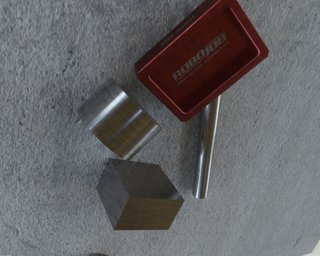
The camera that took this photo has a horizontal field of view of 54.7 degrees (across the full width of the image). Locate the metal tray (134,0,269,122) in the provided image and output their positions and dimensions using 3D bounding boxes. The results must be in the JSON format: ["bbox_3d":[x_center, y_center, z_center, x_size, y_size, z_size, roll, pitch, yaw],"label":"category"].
[{"bbox_3d":[0.047,-0.078,0.357,0.130,0.030,0.090,-40,121,12],"label":"metal tray"}]

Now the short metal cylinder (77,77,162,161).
[{"bbox_3d":[-0.043,-0.010,0.341,0.050,0.080,0.080,-44,129,2],"label":"short metal cylinder"}]

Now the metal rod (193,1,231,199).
[{"bbox_3d":[0.070,-0.020,0.432,0.025,0.025,0.298,-12,124,-22],"label":"metal rod"}]

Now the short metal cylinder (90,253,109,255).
[{"bbox_3d":[-0.092,0.240,0.470,0.080,0.080,0.050,31,101,-38],"label":"short metal cylinder"}]

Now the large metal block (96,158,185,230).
[{"bbox_3d":[-0.028,0.087,0.410,0.081,0.080,0.050,12,112,-34],"label":"large metal block"}]
